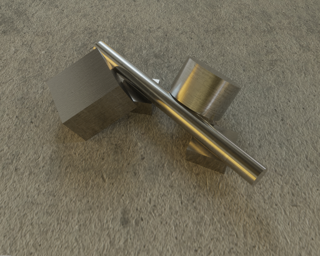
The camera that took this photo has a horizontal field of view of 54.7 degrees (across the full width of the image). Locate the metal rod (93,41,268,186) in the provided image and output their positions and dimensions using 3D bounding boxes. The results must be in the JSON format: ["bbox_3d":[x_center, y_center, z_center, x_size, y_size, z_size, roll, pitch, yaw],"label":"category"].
[{"bbox_3d":[0.007,-0.034,0.401,0.025,0.025,0.300,-34,58,-25],"label":"metal rod"}]

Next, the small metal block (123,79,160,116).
[{"bbox_3d":[-0.031,-0.047,0.444,0.050,0.025,0.050,10,51,7],"label":"small metal block"}]

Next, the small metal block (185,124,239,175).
[{"bbox_3d":[0.065,0.024,0.386,0.050,0.025,0.050,19,52,15],"label":"small metal block"}]

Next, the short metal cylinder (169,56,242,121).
[{"bbox_3d":[0.059,-0.052,0.407,0.080,0.050,0.080,28,18,-10],"label":"short metal cylinder"}]

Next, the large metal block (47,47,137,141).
[{"bbox_3d":[-0.089,-0.044,0.403,0.080,0.050,0.080,-34,55,3],"label":"large metal block"}]
